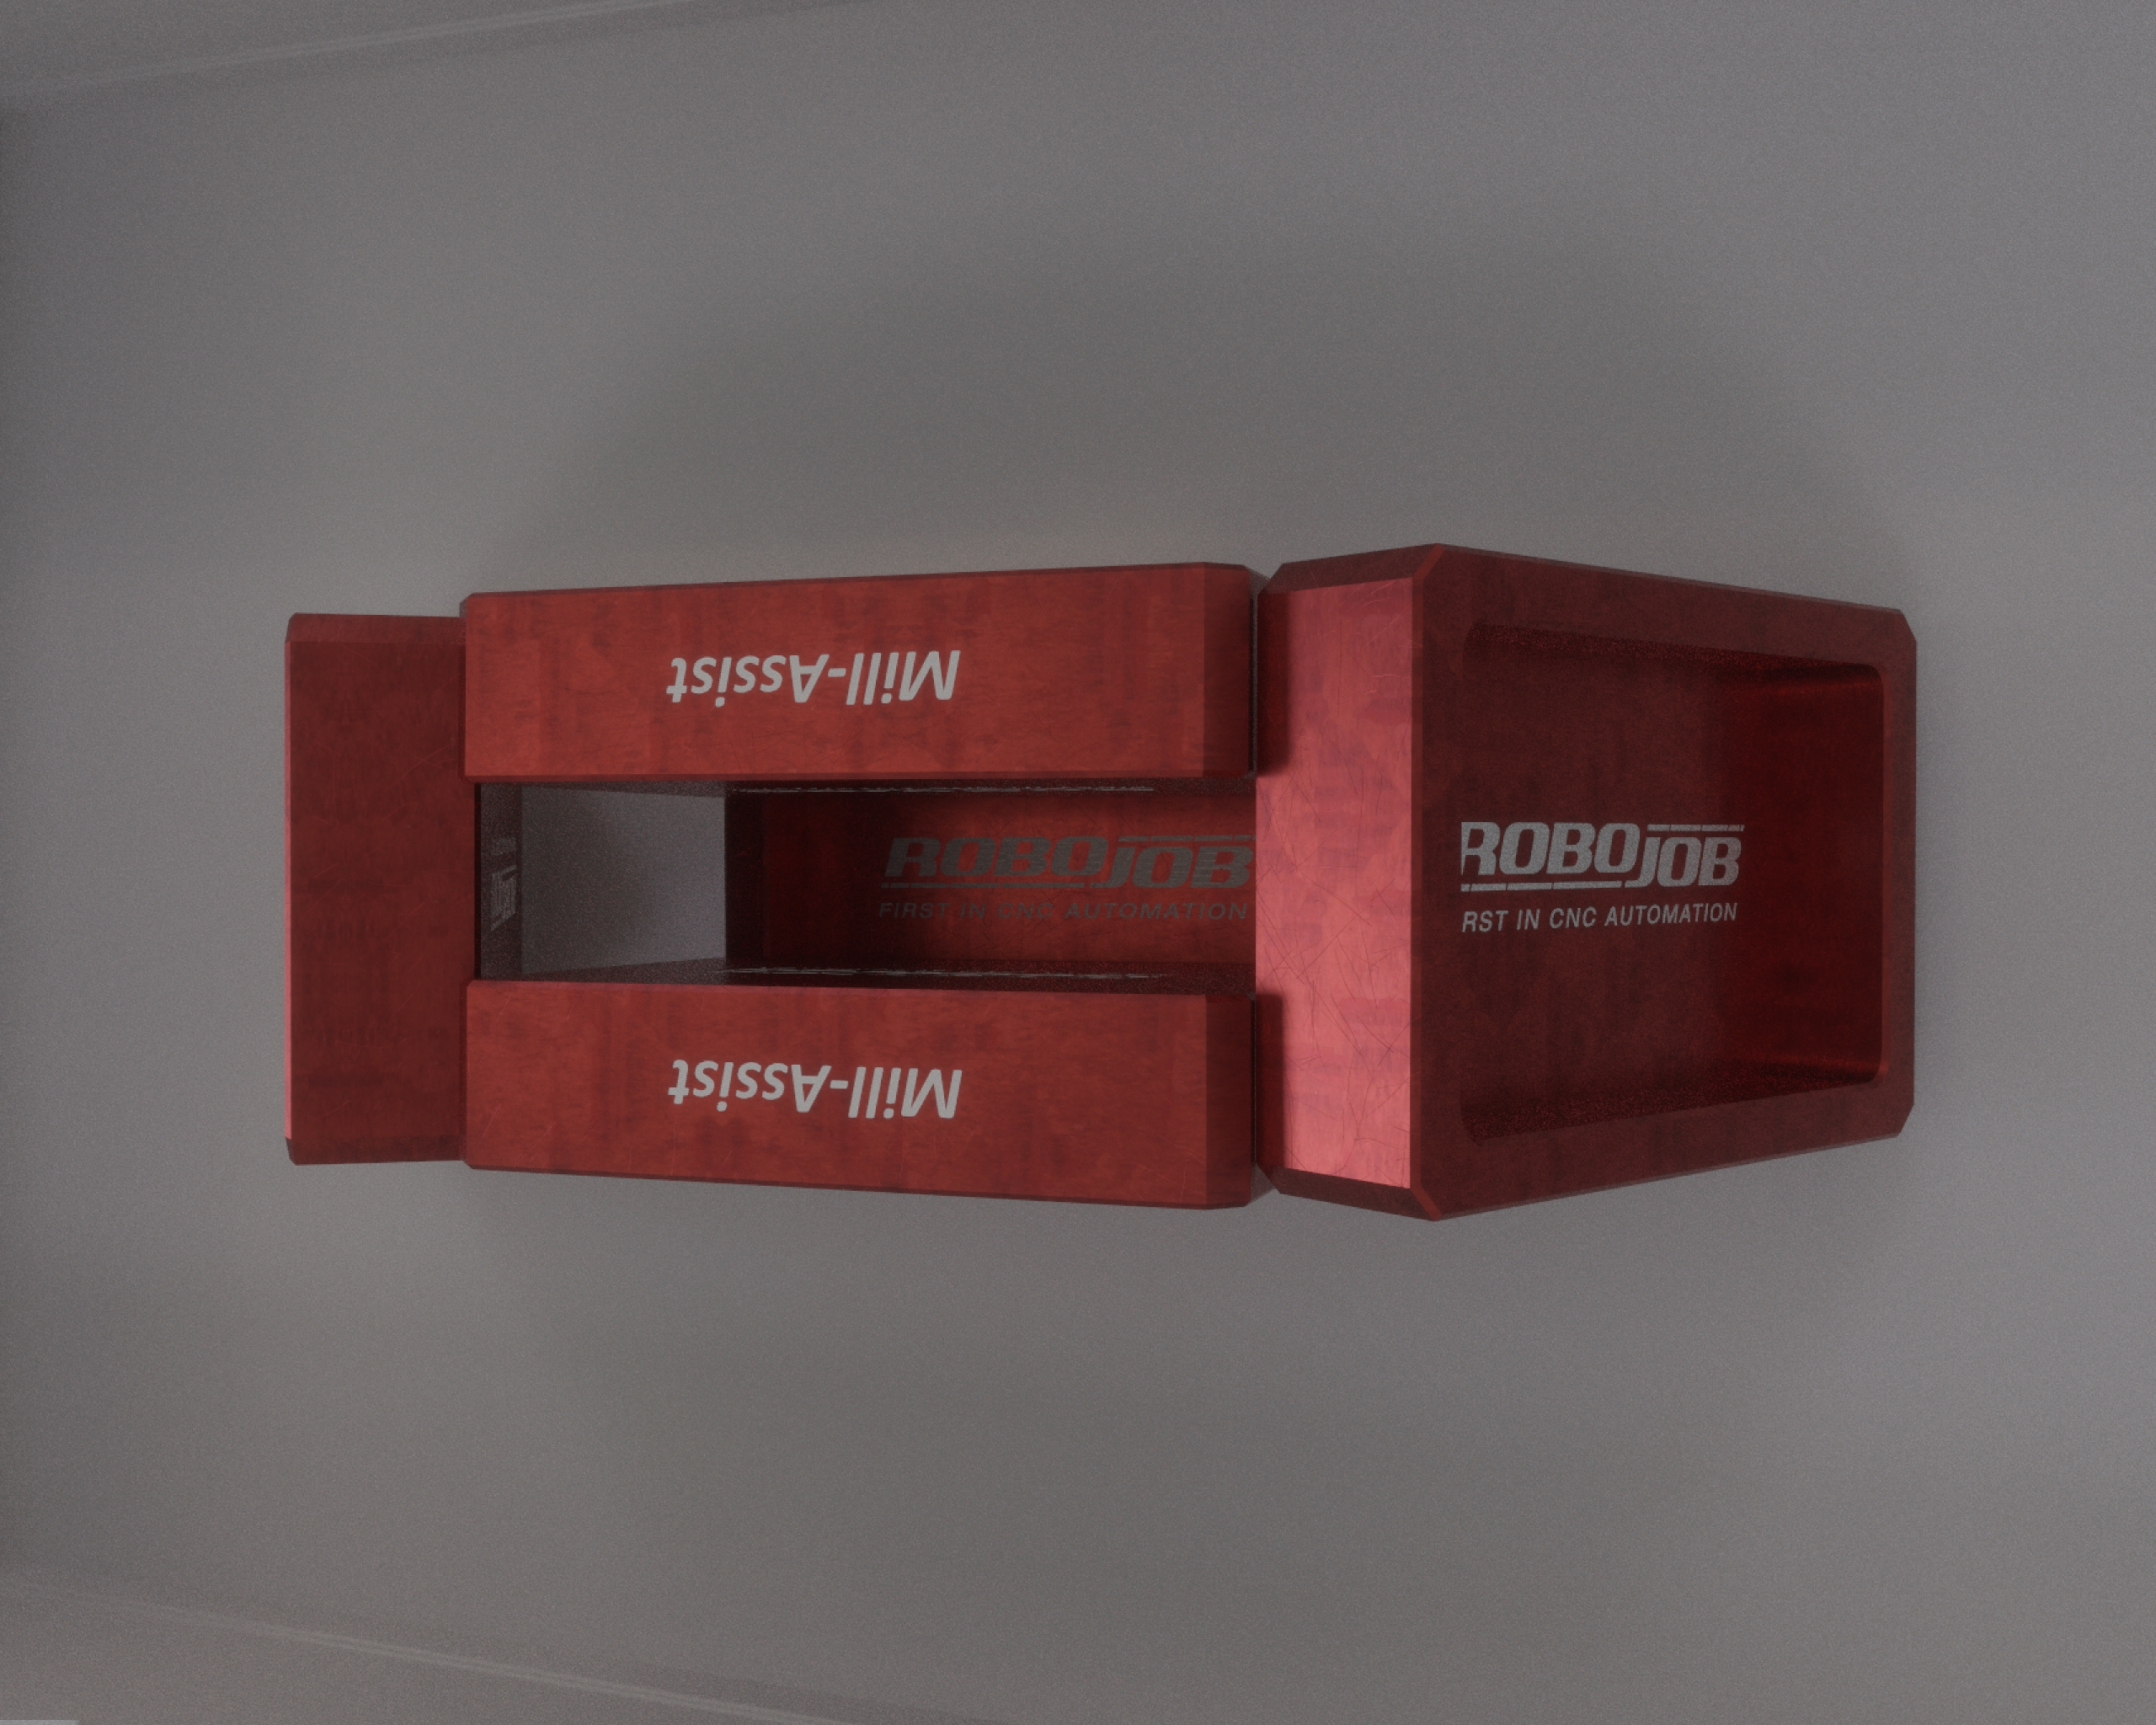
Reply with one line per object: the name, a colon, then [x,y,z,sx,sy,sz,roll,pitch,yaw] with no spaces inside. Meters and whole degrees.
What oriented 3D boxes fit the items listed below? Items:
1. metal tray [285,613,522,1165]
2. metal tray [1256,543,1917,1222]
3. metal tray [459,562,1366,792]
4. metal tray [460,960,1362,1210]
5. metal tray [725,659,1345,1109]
metal tray: [-0.125,0.003,0.399,0.030,0.130,0.089,0,91,-12]
metal tray: [0.084,0.002,0.325,0.030,0.131,0.089,1,91,49]
metal tray: [-0.024,-0.027,0.350,0.130,0.090,0.030,0,90,20]
metal tray: [-0.024,0.033,0.351,0.130,0.090,0.030,0,90,19]
metal tray: [-0.004,0.003,0.408,0.130,0.030,0.089,0,90,19]
